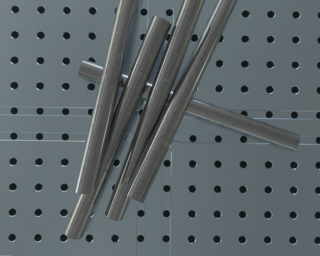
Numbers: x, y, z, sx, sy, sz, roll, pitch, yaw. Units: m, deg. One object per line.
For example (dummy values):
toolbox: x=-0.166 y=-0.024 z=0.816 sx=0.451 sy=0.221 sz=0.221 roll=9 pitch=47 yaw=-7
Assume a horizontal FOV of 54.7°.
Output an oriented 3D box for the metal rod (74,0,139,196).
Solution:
metal rod: x=-0.060 y=-0.068 z=0.386 sx=0.025 sy=0.025 sz=0.299 roll=11 pitch=80 yaw=-1

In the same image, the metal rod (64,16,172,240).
metal rod: x=-0.056 y=0.005 z=0.394 sx=0.025 sy=0.025 sz=0.298 roll=23 pitch=97 yaw=-1

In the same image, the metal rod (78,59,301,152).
metal rod: x=0.039 y=-0.030 z=0.413 sx=0.302 sy=0.025 sz=0.025 roll=19 pitch=90 yaw=-1

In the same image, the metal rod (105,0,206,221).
metal rod: x=-0.009 y=-0.021 z=0.390 sx=0.025 sy=0.025 sz=0.298 roll=21 pitch=99 yaw=-1

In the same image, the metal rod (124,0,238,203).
metal rod: x=0.033 y=-0.050 z=0.390 sx=0.025 sy=0.025 sz=0.299 roll=26 pitch=80 yaw=-1
